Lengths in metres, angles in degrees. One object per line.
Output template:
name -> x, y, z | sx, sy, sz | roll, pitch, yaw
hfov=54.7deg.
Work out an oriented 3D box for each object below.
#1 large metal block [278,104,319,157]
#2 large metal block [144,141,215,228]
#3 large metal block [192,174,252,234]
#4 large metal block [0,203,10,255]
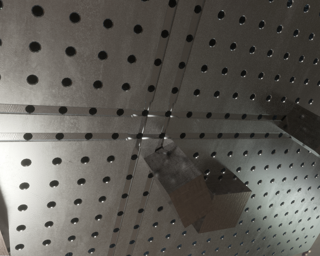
large metal block -> 0.266, 0.012, 0.532 | 0.080, 0.080, 0.050 | 29, 102, -38
large metal block -> 0.027, 0.080, 0.442 | 0.050, 0.080, 0.080 | -30, 129, -9
large metal block -> 0.098, 0.127, 0.530 | 0.081, 0.050, 0.079 | 2, 118, -30
large metal block -> -0.221, 0.119, 0.348 | 0.081, 0.050, 0.079 | -12, 124, -22
